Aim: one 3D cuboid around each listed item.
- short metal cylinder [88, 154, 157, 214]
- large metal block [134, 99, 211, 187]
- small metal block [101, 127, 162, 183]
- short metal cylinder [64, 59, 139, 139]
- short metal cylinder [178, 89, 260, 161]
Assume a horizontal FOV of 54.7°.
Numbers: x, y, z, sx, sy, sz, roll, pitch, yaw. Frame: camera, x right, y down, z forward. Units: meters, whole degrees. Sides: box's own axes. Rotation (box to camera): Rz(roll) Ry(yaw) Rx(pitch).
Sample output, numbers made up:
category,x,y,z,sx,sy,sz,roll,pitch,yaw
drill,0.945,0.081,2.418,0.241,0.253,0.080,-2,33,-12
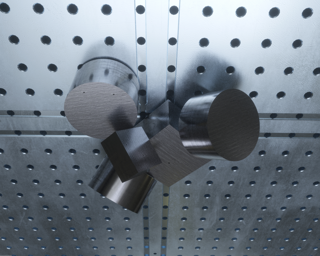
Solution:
category,x,y,z,sx,sy,sz,roll,pitch,yaw
short metal cylinder,-0.051,0.076,0.427,0.080,0.050,0.080,29,168,7
large metal block,0.011,0.023,0.407,0.080,0.050,0.080,37,121,-27
small metal block,-0.031,0.028,0.349,0.025,0.050,0.050,-36,78,28
short metal cylinder,-0.065,-0.033,0.362,0.081,0.050,0.079,0,130,0
short metal cylinder,0.069,-0.003,0.360,0.080,0.080,0.050,36,160,-26
